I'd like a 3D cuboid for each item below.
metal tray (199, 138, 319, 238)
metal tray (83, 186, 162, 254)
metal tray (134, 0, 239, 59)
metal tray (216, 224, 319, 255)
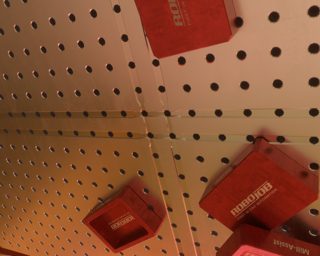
[{"bbox_3d":[0.121,0.084,0.397,0.090,0.030,0.129,36,129,4],"label":"metal tray"},{"bbox_3d":[-0.069,0.165,0.547,0.090,0.030,0.129,47,129,-5],"label":"metal tray"},{"bbox_3d":[0.018,-0.143,0.311,0.090,0.030,0.129,-7,115,31],"label":"metal tray"},{"bbox_3d":[0.151,0.179,0.412,0.131,0.030,0.089,18,131,-3],"label":"metal tray"}]
